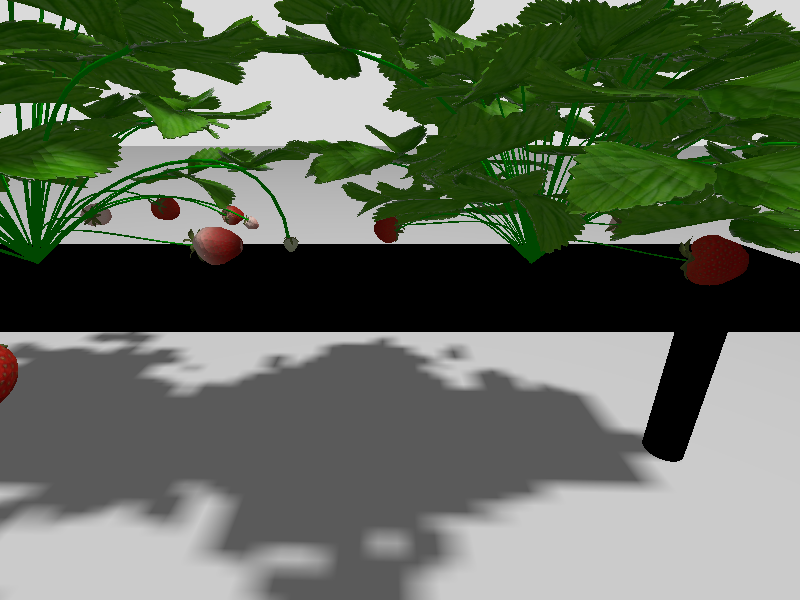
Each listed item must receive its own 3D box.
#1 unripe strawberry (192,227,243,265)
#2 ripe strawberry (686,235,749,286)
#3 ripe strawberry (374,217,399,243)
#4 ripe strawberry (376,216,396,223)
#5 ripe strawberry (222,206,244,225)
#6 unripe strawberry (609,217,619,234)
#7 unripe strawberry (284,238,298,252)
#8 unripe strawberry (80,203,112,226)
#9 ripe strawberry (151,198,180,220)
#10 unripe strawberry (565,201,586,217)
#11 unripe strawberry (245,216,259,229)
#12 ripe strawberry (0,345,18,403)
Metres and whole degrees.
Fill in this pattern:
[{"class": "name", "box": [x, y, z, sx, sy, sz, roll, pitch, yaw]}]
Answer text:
[{"class": "unripe strawberry", "box": [-0.160, -0.049, 0.355, 0.039, 0.033, 0.039, 1, 23, 1]}, {"class": "ripe strawberry", "box": [0.239, -0.029, 0.302, 0.038, 0.040, 0.035, 11, 25, 24]}, {"class": "ripe strawberry", "box": [-0.014, -0.076, 0.428, 0.027, 0.028, 0.025, 11, 25, 27]}, {"class": "ripe strawberry", "box": [-0.013, -0.089, 0.459, 0.028, 0.028, 0.031, 17, 28, 36]}, {"class": "ripe strawberry", "box": [-0.211, -0.108, 0.510, 0.027, 0.024, 0.024, 16, 21, 33]}, {"class": "unripe strawberry", "box": [0.255, -0.088, 0.452, 0.032, 0.033, 0.029, -15, 27, -34]}, {"class": "unripe strawberry", "box": [-0.086, -0.043, 0.316, 0.011, 0.011, 0.010, 4, 23, 9]}, {"class": "unripe strawberry", "box": [-0.383, -0.108, 0.506, 0.032, 0.027, 0.032, -7, 23, -17]}, {"class": "ripe strawberry", "box": [-0.311, -0.122, 0.536, 0.034, 0.030, 0.034, 2, -6, 5]}, {"class": "unripe strawberry", "box": [0.233, -0.124, 0.531, 0.033, 0.037, 0.036, 13, 26, 28]}, {"class": "unripe strawberry", "box": [-0.180, -0.093, 0.490, 0.015, 0.016, 0.016, 23, -5, 43]}, {"class": "ripe strawberry", "box": [-0.181, 0.033, 0.161, 0.039, 0.033, 0.039, -15, 32, -32]}]
